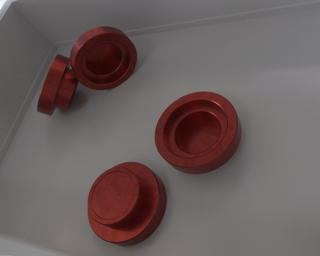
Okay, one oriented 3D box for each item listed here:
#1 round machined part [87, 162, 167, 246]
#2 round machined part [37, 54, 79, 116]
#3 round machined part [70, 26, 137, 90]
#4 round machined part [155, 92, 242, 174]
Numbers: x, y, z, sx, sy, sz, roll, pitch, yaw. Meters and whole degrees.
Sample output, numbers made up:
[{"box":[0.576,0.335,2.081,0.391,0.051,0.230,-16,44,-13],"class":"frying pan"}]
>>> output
[{"box":[-0.045,0.085,0.367,0.098,0.042,0.098,-13,56,21],"class":"round machined part"},{"box":[-0.158,-0.065,0.496,0.098,0.042,0.098,-159,89,-75],"class":"round machined part"},{"box":[-0.088,-0.109,0.473,0.098,0.098,0.042,-37,51,4],"class":"round machined part"},{"box":[0.047,0.009,0.365,0.098,0.042,0.098,-13,56,21],"class":"round machined part"}]
